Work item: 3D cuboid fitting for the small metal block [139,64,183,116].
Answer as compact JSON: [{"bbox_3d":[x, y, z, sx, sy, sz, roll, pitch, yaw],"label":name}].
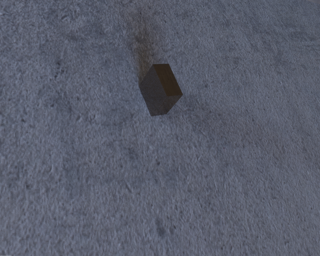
[{"bbox_3d":[0.000,-0.051,0.418,0.025,0.050,0.050,-10,67,-32],"label":"small metal block"}]
